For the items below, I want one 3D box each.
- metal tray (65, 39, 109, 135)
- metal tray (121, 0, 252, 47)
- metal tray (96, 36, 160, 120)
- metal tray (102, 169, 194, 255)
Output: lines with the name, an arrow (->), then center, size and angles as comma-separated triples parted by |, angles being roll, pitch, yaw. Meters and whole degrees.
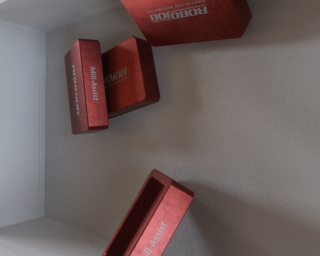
metal tray -> -0.114, -0.058, 0.470 | 0.090, 0.030, 0.129 | -11, 85, 60
metal tray -> 0.024, -0.138, 0.343 | 0.130, 0.090, 0.030 | 6, 58, 39
metal tray -> -0.064, -0.066, 0.454 | 0.130, 0.030, 0.090 | -16, 80, 38
metal tray -> -0.018, 0.115, 0.353 | 0.130, 0.030, 0.090 | -59, 13, -7
